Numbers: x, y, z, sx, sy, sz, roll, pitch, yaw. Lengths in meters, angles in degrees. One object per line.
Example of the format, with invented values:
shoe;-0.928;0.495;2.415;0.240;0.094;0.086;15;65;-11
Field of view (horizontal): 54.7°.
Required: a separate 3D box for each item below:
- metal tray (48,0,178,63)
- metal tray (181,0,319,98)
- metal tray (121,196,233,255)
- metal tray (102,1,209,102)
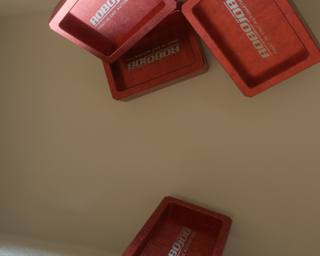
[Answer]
metal tray;-0.054;-0.136;0.351;0.130;0.090;0.030;-29;45;40
metal tray;0.097;-0.106;0.330;0.090;0.030;0.130;-30;108;36
metal tray;0.022;0.134;0.345;0.090;0.131;0.030;16;115;19
metal tray;-0.011;-0.097;0.410;0.130;0.030;0.090;-18;84;18
